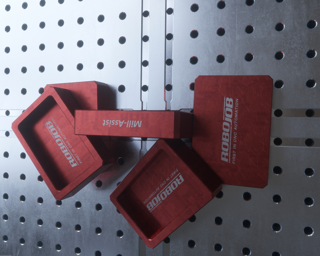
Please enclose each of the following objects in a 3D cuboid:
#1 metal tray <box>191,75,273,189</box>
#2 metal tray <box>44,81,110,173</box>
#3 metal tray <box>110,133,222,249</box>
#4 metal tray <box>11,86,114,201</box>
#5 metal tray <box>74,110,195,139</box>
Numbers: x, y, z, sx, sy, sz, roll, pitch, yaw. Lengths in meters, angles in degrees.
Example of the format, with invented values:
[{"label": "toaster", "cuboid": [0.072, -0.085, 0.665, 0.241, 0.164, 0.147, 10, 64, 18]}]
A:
[{"label": "metal tray", "cuboid": [0.087, 0.003, 0.378, 0.090, 0.030, 0.129, 3, 91, 19]}, {"label": "metal tray", "cuboid": [-0.121, 0.000, 0.451, 0.090, 0.030, 0.129, -1, 90, 20]}, {"label": "metal tray", "cuboid": [0.002, 0.081, 0.388, 0.090, 0.030, 0.129, 48, 121, 13]}, {"label": "metal tray", "cuboid": [-0.134, 0.020, 0.422, 0.090, 0.030, 0.130, -39, 78, 15]}, {"label": "metal tray", "cuboid": [-0.027, -0.005, 0.386, 0.130, 0.090, 0.030, 2, 91, 19]}]
